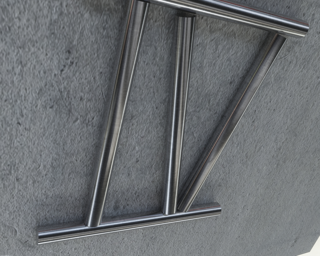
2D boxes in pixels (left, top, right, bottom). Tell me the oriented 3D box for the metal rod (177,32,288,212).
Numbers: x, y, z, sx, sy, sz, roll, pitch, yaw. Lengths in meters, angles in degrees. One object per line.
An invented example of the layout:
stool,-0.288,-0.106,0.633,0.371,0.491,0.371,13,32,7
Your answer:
metal rod,0.098,0.002,0.465,0.025,0.025,0.298,14,111,-35

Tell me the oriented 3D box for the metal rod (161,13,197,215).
metal rod,0.021,0.002,0.422,0.025,0.025,0.298,-11,123,-23

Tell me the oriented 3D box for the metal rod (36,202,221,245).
metal rod,-0.030,0.143,0.481,0.303,0.025,0.025,1,118,-29

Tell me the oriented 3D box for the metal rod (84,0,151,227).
metal rod,-0.058,0.000,0.377,0.025,0.025,0.298,1,118,-29

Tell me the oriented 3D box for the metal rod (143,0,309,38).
metal rod,0.065,-0.140,0.359,0.303,0.025,0.025,1,118,-29
